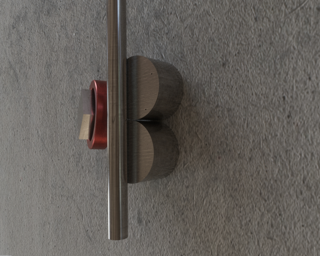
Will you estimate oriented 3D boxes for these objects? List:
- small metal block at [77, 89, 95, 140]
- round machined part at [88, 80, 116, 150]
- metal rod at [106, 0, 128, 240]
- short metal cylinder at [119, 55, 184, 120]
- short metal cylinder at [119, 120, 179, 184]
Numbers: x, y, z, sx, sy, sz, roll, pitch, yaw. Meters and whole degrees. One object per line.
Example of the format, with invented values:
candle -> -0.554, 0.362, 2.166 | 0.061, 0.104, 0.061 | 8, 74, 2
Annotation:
small metal block -> -0.100, -0.019, 0.436 | 0.050, 0.025, 0.050 | 114, 150, -42
round machined part -> -0.077, -0.018, 0.443 | 0.098, 0.042, 0.097 | -177, 90, -69
metal rod -> -0.053, -0.014, 0.386 | 0.025, 0.025, 0.298 | -1, 89, 40
short metal cylinder -> -0.016, -0.050, 0.404 | 0.080, 0.050, 0.079 | 0, 90, 40
short metal cylinder -> -0.022, 0.030, 0.408 | 0.080, 0.050, 0.080 | -1, 89, 40
